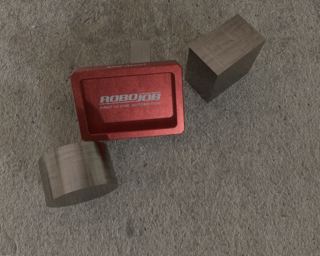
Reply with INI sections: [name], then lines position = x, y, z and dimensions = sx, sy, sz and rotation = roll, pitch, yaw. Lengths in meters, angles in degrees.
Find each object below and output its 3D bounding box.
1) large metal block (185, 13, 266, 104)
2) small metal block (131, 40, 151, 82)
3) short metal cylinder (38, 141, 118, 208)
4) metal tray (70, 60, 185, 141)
[large metal block]
position = 0.083, -0.089, 0.412
dimensions = 0.080, 0.080, 0.050
rotation = -37, 74, -12
[small metal block]
position = -0.025, -0.084, 0.426
dimensions = 0.025, 0.050, 0.050
rotation = 0, 70, 0
[short metal cylinder]
position = -0.094, 0.055, 0.358
dimensions = 0.080, 0.080, 0.050
rotation = -17, 71, -6
[metal tray]
position = -0.037, -0.034, 0.389
dimensions = 0.131, 0.030, 0.089
rotation = -5, 112, -2
